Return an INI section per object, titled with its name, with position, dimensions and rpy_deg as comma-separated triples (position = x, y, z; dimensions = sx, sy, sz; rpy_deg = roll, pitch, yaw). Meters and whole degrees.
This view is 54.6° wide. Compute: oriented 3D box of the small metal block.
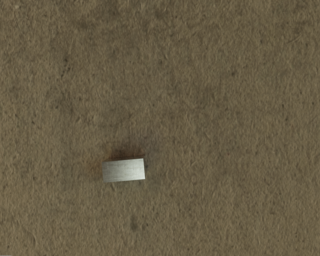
[small metal block]
position = -0.044, 0.051, 0.397
dimensions = 0.050, 0.050, 0.025
rpy_deg = -5, 90, 0
